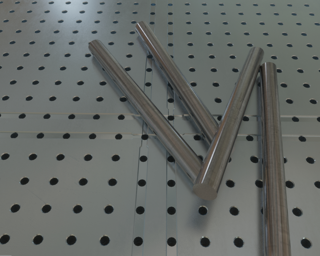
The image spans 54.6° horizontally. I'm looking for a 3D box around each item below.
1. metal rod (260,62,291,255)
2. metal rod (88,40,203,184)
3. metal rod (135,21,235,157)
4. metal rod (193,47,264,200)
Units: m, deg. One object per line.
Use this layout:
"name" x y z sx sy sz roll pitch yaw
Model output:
"metal rod" 0.142 0.019 0.392 0.025 0.025 0.300 8 50 7
"metal rod" -0.030 -0.040 0.441 0.025 0.025 0.300 -25 55 -20
"metal rod" 0.024 -0.076 0.471 0.025 0.025 0.300 -18 52 -14
"metal rod" 0.102 -0.030 0.409 0.025 0.025 0.301 18 45 14
